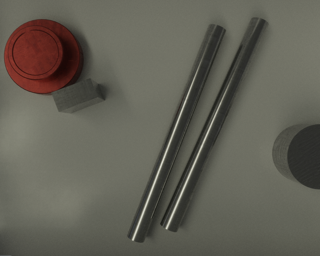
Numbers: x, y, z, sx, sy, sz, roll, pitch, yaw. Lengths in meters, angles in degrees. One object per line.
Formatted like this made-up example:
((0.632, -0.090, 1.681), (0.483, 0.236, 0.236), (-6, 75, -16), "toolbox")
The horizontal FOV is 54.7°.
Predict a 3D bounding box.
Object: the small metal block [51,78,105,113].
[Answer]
((-0.103, -0.040, 0.398), (0.050, 0.050, 0.025), (-21, 90, 0), "small metal block")

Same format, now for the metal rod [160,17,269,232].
((0.072, -0.005, 0.412), (0.025, 0.025, 0.299), (24, 90, -1), "metal rod")

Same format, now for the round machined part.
((-0.153, -0.093, 0.401), (0.099, 0.042, 0.097), (0, 90, -1), "round machined part")

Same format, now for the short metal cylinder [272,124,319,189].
((0.195, 0.035, 0.402), (0.081, 0.050, 0.079), (0, 90, -1), "short metal cylinder")

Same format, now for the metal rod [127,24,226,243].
((0.022, 0.007, 0.411), (0.025, 0.025, 0.299), (21, 90, -1), "metal rod")
